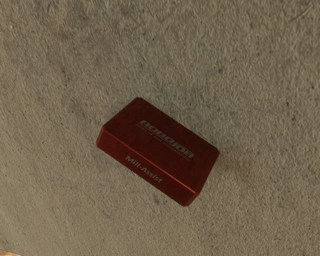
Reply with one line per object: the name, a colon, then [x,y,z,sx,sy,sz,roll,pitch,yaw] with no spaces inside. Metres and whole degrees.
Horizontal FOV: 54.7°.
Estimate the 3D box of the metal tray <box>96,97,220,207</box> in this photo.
metal tray: [0.001,0.024,0.380,0.130,0.090,0.030,34,129,5]
